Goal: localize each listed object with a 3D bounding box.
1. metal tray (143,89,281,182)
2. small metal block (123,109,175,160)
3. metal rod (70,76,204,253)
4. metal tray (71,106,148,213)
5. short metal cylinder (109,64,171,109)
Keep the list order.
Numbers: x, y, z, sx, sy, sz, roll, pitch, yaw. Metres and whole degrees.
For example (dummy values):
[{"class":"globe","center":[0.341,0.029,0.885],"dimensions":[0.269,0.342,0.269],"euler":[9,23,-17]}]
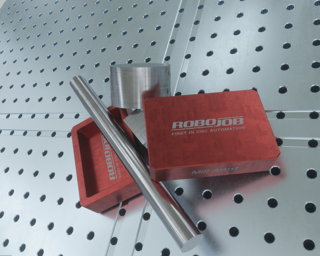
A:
[{"class":"metal tray","center":[0.051,0.006,0.337],"dimensions":[0.131,0.030,0.090],"euler":[-5,56,-4]},{"class":"small metal block","center":[-0.013,0.008,0.388],"dimensions":[0.025,0.050,0.050],"euler":[-42,51,0]},{"class":"metal rod","center":[-0.048,0.019,0.378],"dimensions":[0.025,0.025,0.300],"euler":[-41,51,0]},{"class":"metal tray","center":[-0.067,0.035,0.414],"dimensions":[0.090,0.030,0.130],"euler":[-28,52,10]},{"class":"short metal cylinder","center":[-0.026,-0.058,0.409],"dimensions":[0.080,0.081,0.050],"euler":[9,108,32]}]
